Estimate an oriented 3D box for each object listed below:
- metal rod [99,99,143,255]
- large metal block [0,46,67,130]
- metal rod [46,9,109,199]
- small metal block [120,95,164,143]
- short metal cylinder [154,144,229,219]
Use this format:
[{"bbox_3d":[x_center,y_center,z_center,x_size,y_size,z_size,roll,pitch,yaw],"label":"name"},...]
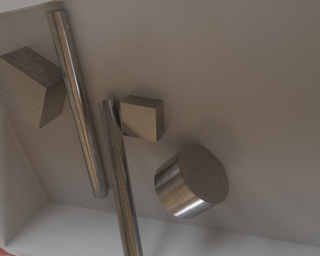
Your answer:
[{"bbox_3d":[-0.045,0.110,0.411,0.025,0.025,0.298,-14,84,33],"label":"metal rod"},{"bbox_3d":[-0.186,-0.058,0.452,0.080,0.050,0.079,33,129,6],"label":"large metal block"},{"bbox_3d":[-0.114,-0.016,0.456,0.025,0.025,0.298,8,122,24],"label":"metal rod"},{"bbox_3d":[-0.023,-0.013,0.411,0.050,0.025,0.050,12,123,21],"label":"small metal block"},{"bbox_3d":[0.040,0.068,0.393,0.080,0.080,0.050,44,129,-3],"label":"short metal cylinder"}]
